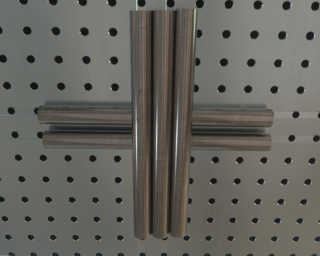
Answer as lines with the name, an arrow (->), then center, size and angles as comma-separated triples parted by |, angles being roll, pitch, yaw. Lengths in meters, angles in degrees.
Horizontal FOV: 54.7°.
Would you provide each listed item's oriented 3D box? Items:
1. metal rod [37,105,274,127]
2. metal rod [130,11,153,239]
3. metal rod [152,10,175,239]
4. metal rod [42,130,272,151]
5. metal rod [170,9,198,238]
metal rod -> -0.005, -0.015, 0.408 | 0.302, 0.025, 0.025 | 1, 110, -1
metal rod -> -0.023, 0.011, 0.391 | 0.025, 0.025, 0.298 | 0, 110, -1
metal rod -> 0.002, 0.011, 0.391 | 0.025, 0.025, 0.298 | 0, 110, -1
metal rod -> -0.003, 0.017, 0.420 | 0.302, 0.025, 0.025 | 1, 110, -1
metal rod -> 0.028, 0.009, 0.391 | 0.025, 0.025, 0.298 | 0, 110, -1
